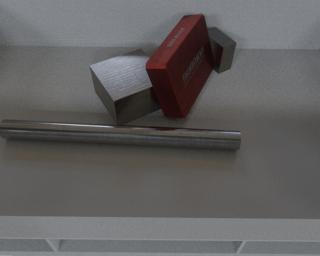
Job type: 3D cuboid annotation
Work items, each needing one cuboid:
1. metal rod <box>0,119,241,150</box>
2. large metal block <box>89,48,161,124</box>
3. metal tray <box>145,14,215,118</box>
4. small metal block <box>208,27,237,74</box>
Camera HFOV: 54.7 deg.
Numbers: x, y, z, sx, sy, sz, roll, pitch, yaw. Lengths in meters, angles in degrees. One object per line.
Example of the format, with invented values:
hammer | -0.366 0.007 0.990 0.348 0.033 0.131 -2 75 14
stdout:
metal rod | -0.051 0.008 0.397 0.302 0.025 0.025 3 50 2
large metal block | -0.042 -0.059 0.438 0.081 0.050 0.080 -24 54 -19
metal tray | 0.034 -0.088 0.433 0.030 0.090 0.130 7 47 31
small metal block | 0.091 -0.124 0.494 0.025 0.050 0.050 -25 55 -20
